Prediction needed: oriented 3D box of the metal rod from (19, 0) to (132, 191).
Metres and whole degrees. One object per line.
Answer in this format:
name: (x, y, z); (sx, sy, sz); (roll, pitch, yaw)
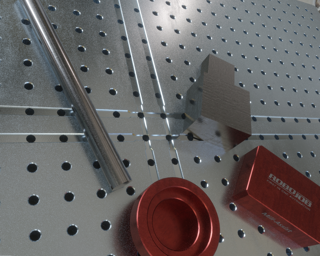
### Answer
metal rod: (-0.114, -0.062, 0.385); (0.025, 0.025, 0.299); (-19, 72, -35)

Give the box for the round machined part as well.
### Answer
round machined part: (0.013, 0.107, 0.340); (0.099, 0.042, 0.098); (14, 56, -21)

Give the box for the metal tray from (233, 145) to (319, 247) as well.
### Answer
metal tray: (0.175, 0.096, 0.443); (0.130, 0.030, 0.090); (35, 51, -6)

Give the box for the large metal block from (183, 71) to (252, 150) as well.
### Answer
large metal block: (0.084, -0.024, 0.454); (0.080, 0.050, 0.080); (20, 54, -17)

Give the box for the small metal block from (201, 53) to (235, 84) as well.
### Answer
small metal block: (0.096, -0.089, 0.517); (0.050, 0.025, 0.050); (21, 54, -16)
